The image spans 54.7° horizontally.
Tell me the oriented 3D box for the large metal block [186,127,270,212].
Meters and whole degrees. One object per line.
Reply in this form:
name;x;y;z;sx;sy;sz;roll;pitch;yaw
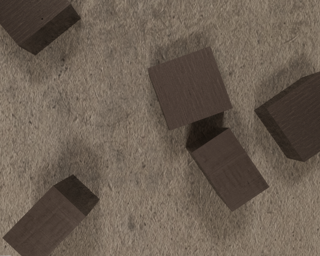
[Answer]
large metal block;0.078;0.046;0.384;0.050;0.080;0.080;-34;90;0

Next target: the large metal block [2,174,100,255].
large metal block;-0.128;0.109;0.381;0.050;0.080;0.080;44;90;-1

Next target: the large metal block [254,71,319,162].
large metal block;0.185;-0.014;0.400;0.080;0.050;0.080;-35;90;0

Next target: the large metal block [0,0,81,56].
large metal block;-0.164;-0.154;0.395;0.080;0.050;0.080;-40;91;0

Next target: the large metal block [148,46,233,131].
large metal block;0.036;-0.048;0.398;0.080;0.050;0.080;-20;90;-1
